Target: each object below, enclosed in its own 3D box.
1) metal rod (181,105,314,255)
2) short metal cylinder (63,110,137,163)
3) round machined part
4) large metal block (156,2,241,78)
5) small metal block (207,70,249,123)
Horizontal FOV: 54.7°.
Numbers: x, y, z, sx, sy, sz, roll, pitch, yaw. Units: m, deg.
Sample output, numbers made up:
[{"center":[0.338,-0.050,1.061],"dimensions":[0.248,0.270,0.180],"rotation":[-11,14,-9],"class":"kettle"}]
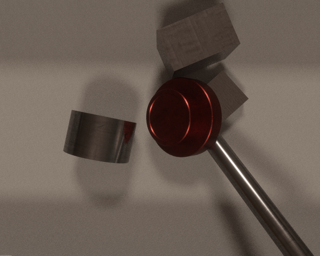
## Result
[{"center":[0.106,0.076,0.352],"dimensions":[0.025,0.025,0.299],"rotation":[-34,66,0],"class":"metal rod"},{"center":[-0.073,0.010,0.383],"dimensions":[0.080,0.080,0.050],"rotation":[12,90,-1],"class":"short metal cylinder"},{"center":[0.022,-0.013,0.377],"dimensions":[0.098,0.042,0.097],"rotation":[2,93,41],"class":"round machined part"},{"center":[0.043,-0.102,0.384],"dimensions":[0.080,0.080,0.050],"rotation":[-23,90,0],"class":"large metal block"},{"center":[0.079,-0.040,0.412],"dimensions":[0.050,0.025,0.050],"rotation":[-42,91,0],"class":"small metal block"}]
